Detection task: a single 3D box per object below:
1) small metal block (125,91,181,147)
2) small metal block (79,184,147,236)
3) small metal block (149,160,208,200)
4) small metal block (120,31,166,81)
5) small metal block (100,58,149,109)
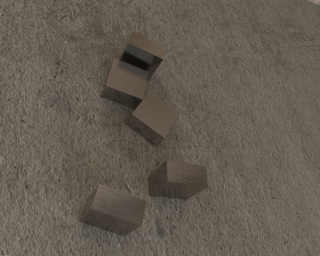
[{"bbox_3d":[-0.009,-0.013,0.406,0.050,0.025,0.050,37,51,-4],"label":"small metal block"},{"bbox_3d":[-0.048,0.084,0.311,0.050,0.050,0.025,24,53,-14],"label":"small metal block"},{"bbox_3d":[0.020,0.062,0.361,0.050,0.050,0.025,11,57,-22],"label":"small metal block"},{"bbox_3d":[-0.026,-0.099,0.434,0.050,0.050,0.025,23,54,-15],"label":"small metal block"},{"bbox_3d":[-0.047,-0.059,0.414,0.050,0.025,0.050,20,54,-17],"label":"small metal block"}]
